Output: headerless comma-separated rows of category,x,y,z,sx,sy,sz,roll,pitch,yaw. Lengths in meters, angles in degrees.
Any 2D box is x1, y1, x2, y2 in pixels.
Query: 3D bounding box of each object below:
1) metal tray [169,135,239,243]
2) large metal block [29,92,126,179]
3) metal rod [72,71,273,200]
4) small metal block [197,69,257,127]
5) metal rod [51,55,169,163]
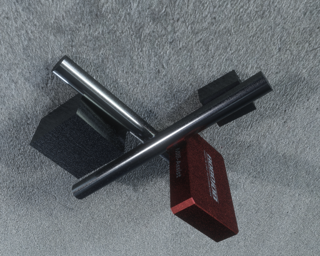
metal tray,0.053,0.066,0.396,0.030,0.130,0.090,-35,122,26
large metal block,-0.101,0.010,0.398,0.080,0.050,0.080,-30,125,22
metal rod,-0.002,0.021,0.393,0.300,0.025,0.025,-32,124,23
small metal block,0.082,-0.035,0.380,0.050,0.025,0.050,-28,125,21
metal rod,-0.013,0.012,0.419,0.025,0.025,0.301,-35,123,25
